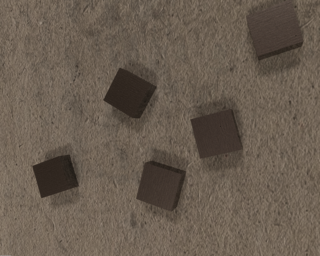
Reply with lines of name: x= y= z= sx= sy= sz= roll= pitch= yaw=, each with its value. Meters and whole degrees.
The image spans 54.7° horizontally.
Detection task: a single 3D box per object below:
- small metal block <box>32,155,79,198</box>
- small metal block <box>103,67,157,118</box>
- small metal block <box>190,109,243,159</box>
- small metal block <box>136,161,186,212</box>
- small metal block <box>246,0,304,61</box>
small metal block: x=-0.156 y=0.072 z=0.462 sx=0.050 sy=0.025 sz=0.050 roll=-20 pitch=84 yaw=18
small metal block: x=-0.041 y=-0.047 z=0.422 sx=0.050 sy=0.025 sz=0.050 roll=31 pitch=100 yaw=17
small metal block: x=0.071 y=0.007 z=0.384 sx=0.050 sy=0.025 sz=0.050 roll=-15 pitch=85 yaw=19
small metal block: x=0.002 y=0.075 z=0.408 sx=0.050 sy=0.025 sz=0.050 roll=16 pitch=95 yaw=19
small metal block: x=0.133 y=-0.113 z=0.362 sx=0.050 sy=0.025 sz=0.050 roll=-16 pitch=85 yaw=19
